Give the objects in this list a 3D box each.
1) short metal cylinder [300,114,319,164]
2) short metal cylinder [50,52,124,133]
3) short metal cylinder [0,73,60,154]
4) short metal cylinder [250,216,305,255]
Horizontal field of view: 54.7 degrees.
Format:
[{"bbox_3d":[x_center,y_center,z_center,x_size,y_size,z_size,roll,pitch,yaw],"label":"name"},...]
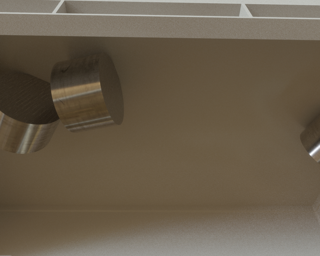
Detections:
[{"bbox_3d":[0.228,0.016,0.390,0.081,0.080,0.050,19,127,-16],"label":"short metal cylinder"},{"bbox_3d":[-0.076,-0.038,0.340,0.050,0.080,0.080,-10,130,8],"label":"short metal cylinder"},{"bbox_3d":[-0.157,-0.017,0.356,0.080,0.080,0.050,24,126,-20],"label":"short metal cylinder"},{"bbox_3d":[0.209,0.207,0.555,0.081,0.080,0.050,2,130,-2],"label":"short metal cylinder"}]
